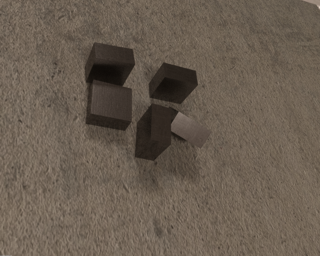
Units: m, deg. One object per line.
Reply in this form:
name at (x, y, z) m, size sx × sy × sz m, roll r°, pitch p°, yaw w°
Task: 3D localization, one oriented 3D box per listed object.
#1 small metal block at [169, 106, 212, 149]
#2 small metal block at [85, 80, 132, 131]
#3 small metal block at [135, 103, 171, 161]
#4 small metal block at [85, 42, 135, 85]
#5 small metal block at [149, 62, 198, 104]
small metal block at (0.032, -0.002, 0.402) m, size 0.050 × 0.050 × 0.025 m, roll 31°, pitch 94°, yaw -16°
small metal block at (-0.063, -0.028, 0.388) m, size 0.050 × 0.025 × 0.050 m, roll 11°, pitch 57°, yaw -23°
small metal block at (-0.009, 0.006, 0.381) m, size 0.025 × 0.050 × 0.050 m, roll 14°, pitch 56°, yaw -21°
small metal block at (-0.066, -0.081, 0.403) m, size 0.050 × 0.050 × 0.025 m, roll 4°, pitch 60°, yaw -27°
small metal block at (0.018, -0.062, 0.437) m, size 0.050 × 0.050 × 0.025 m, roll 10°, pitch 58°, yaw -24°
